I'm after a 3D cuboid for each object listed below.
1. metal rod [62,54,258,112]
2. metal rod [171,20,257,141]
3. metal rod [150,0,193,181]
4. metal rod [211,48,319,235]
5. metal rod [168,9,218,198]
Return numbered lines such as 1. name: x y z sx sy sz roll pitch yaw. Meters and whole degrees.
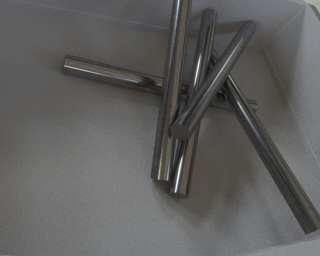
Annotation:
1. metal rod: 0.015 -0.057 0.450 0.302 0.025 0.025 10 58 -23
2. metal rod: 0.091 -0.086 0.448 0.025 0.025 0.301 39 49 -3
3. metal rod: 0.019 -0.085 0.392 0.025 0.025 0.298 10 82 -23
4. metal rod: 0.130 -0.001 0.432 0.025 0.025 0.299 -4 56 -30
5. metal rod: 0.052 -0.051 0.435 0.025 0.025 0.299 21 63 -17
